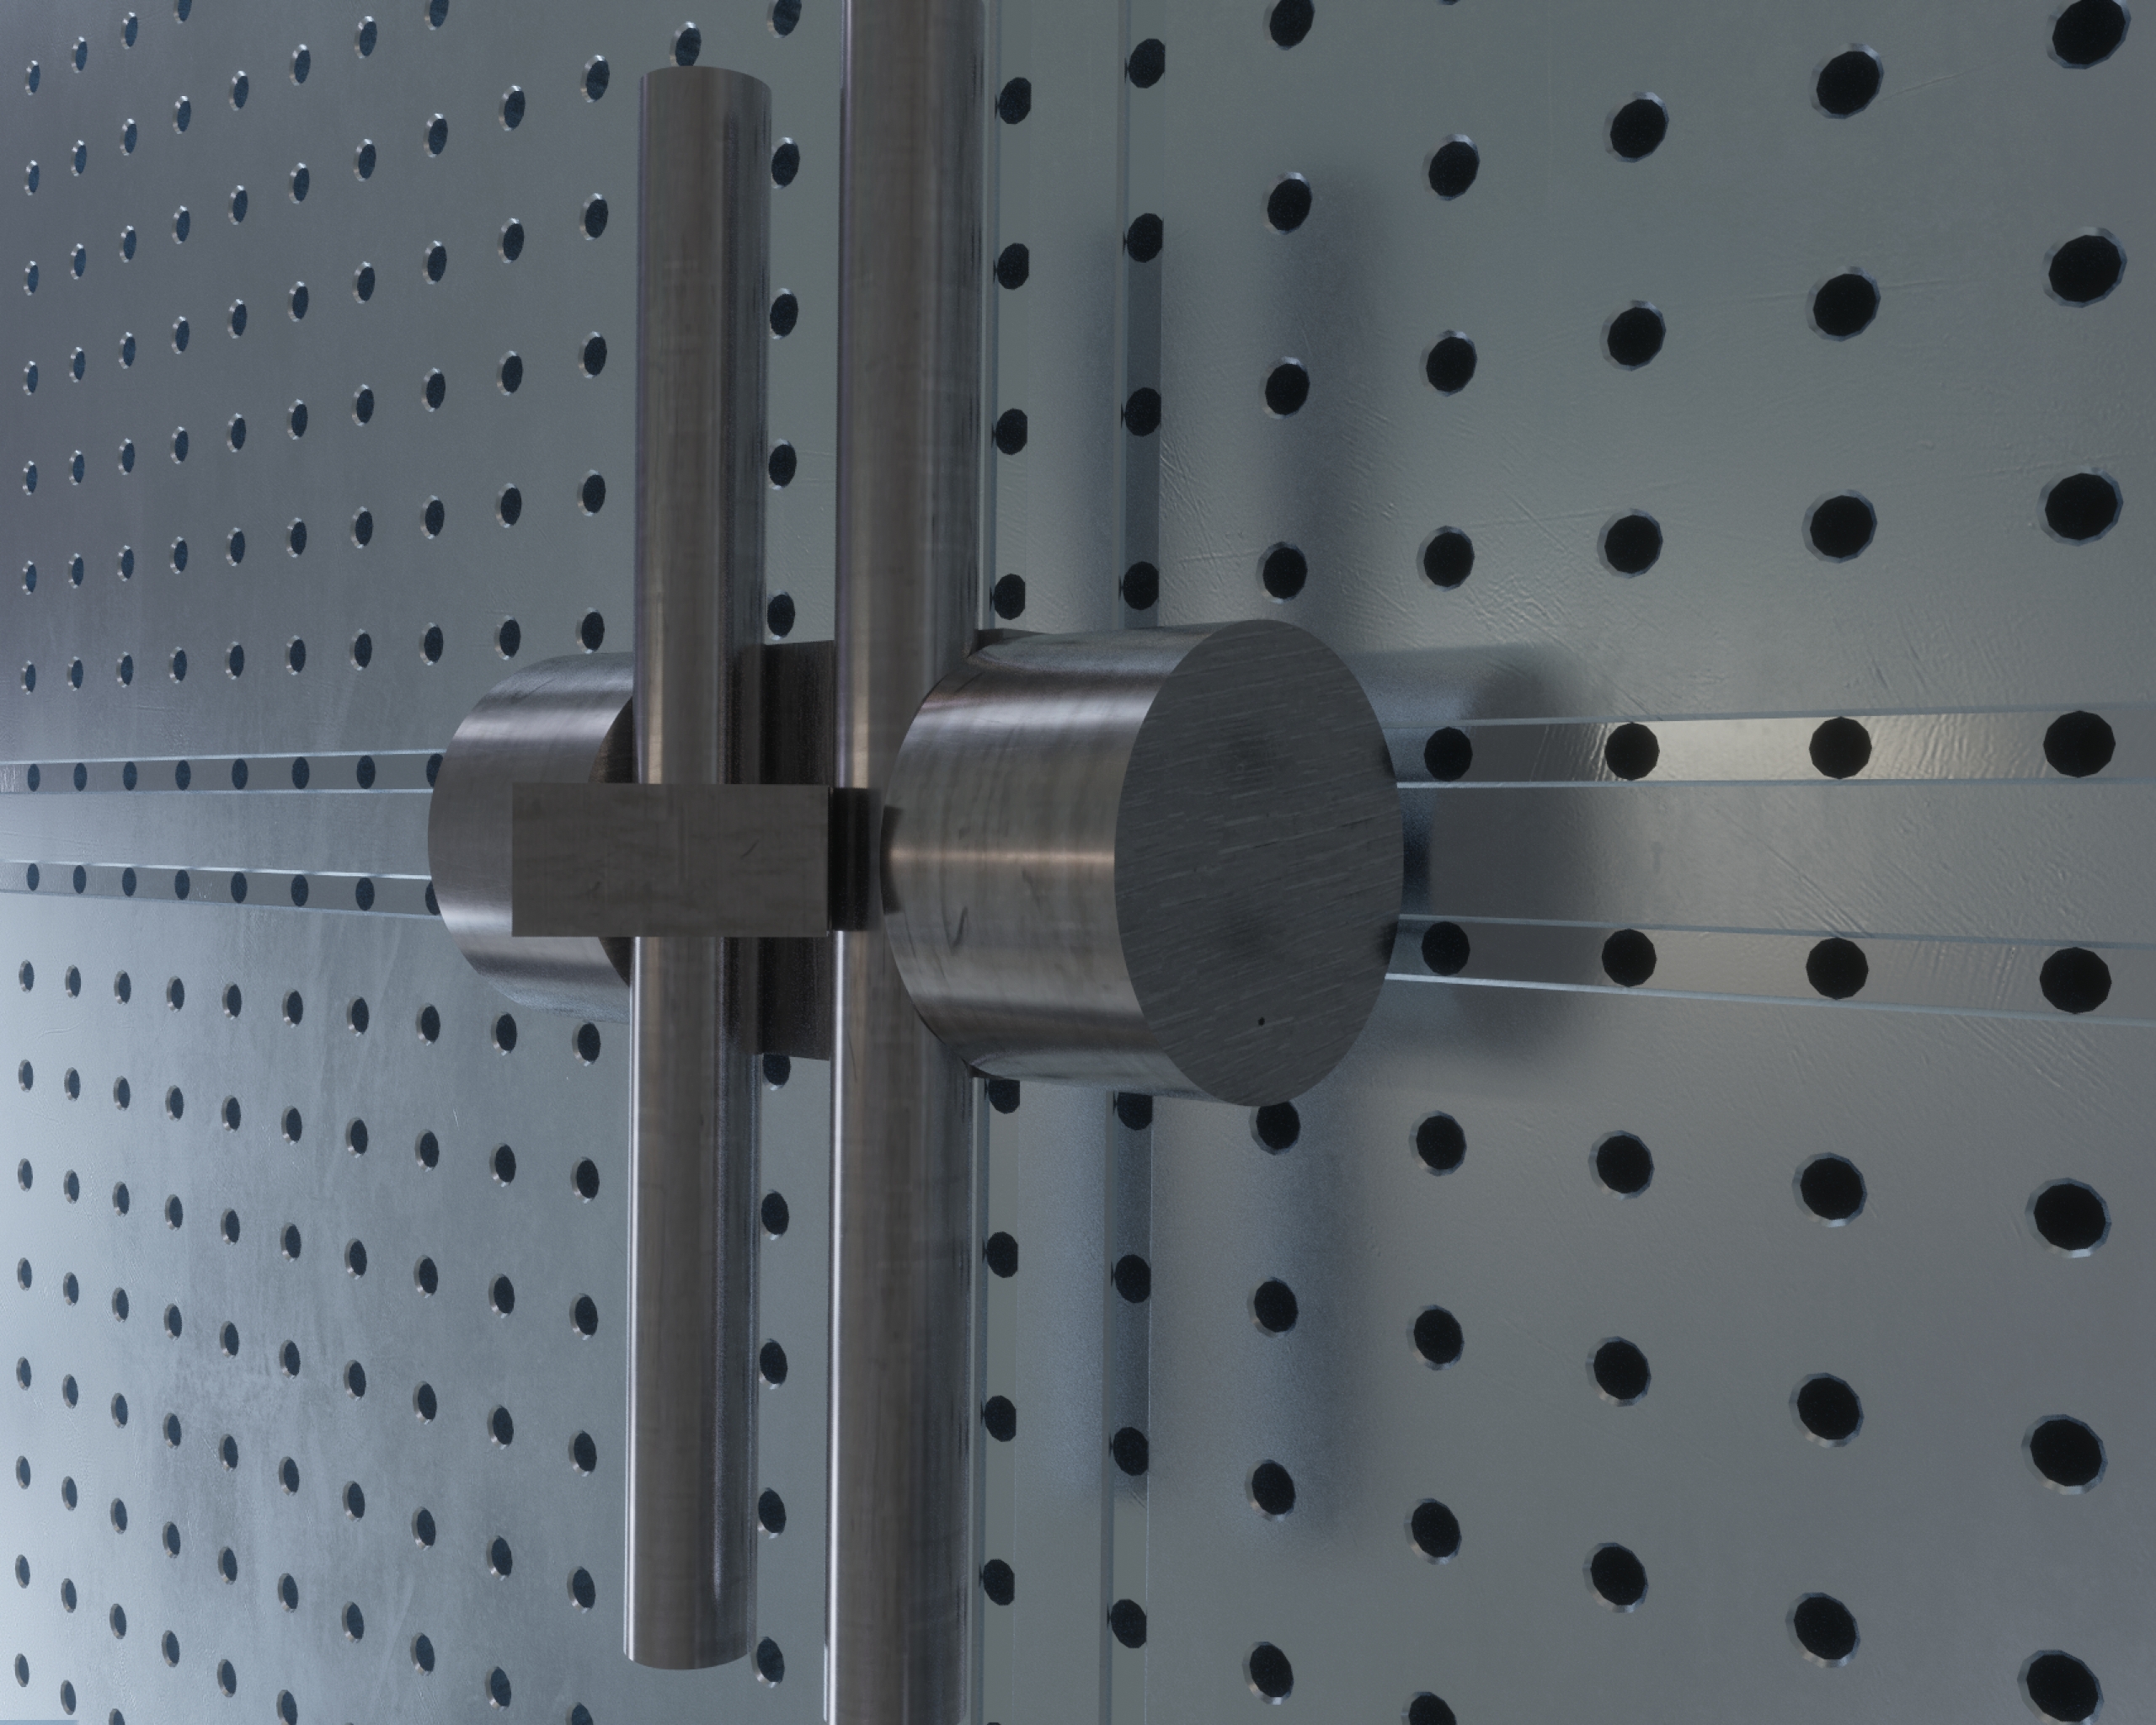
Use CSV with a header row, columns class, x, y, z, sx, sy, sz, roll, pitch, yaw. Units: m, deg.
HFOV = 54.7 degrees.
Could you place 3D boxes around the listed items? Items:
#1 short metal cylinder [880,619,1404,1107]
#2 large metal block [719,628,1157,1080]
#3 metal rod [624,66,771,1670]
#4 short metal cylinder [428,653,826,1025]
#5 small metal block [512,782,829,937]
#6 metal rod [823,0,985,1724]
class,x,y,z,sx,sy,sz,roll,pitch,yaw
short metal cylinder,0.013,0.000,0.358,0.050,0.081,0.079,1,91,41
large metal block,-0.028,-0.002,0.411,0.080,0.050,0.079,1,91,40
metal rod,-0.073,0.001,0.400,0.025,0.025,0.298,1,91,40
short metal cylinder,-0.088,-0.005,0.441,0.050,0.081,0.079,2,91,40
small metal block,-0.068,-0.001,0.363,0.050,0.050,0.025,-171,81,-84
metal rod,-0.030,0.000,0.365,0.025,0.025,0.298,1,91,40
